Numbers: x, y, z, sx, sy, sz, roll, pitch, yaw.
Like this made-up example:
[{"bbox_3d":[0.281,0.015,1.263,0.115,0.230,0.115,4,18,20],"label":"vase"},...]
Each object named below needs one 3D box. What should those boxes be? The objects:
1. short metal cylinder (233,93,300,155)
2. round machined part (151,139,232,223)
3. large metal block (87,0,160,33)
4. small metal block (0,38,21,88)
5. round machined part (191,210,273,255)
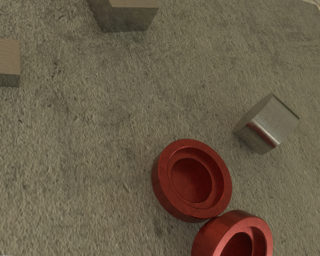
[{"bbox_3d":[0.156,-0.006,0.459,0.050,0.080,0.080,43,51,1],"label":"short metal cylinder"},{"bbox_3d":[0.034,0.065,0.373,0.099,0.042,0.098,14,56,-21],"label":"round machined part"},{"bbox_3d":[-0.061,-0.196,0.476,0.081,0.050,0.080,-15,70,-34],"label":"large metal block"},{"bbox_3d":[-0.187,-0.075,0.349,0.050,0.025,0.050,0,62,-29],"label":"small metal block"},{"bbox_3d":[0.072,0.135,0.332,0.099,0.042,0.097,-6,101,-33],"label":"round machined part"}]
